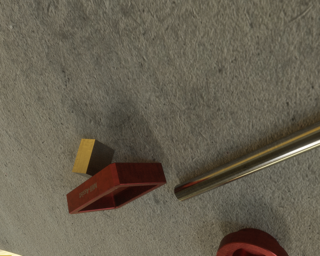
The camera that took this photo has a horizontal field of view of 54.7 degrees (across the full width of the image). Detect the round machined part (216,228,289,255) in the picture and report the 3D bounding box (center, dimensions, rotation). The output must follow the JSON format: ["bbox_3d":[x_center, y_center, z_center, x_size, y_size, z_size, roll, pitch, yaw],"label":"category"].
[{"bbox_3d":[0.133,0.182,0.438,0.098,0.042,0.097,13,124,20],"label":"round machined part"}]

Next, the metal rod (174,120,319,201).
[{"bbox_3d":[0.129,0.030,0.356,0.299,0.025,0.025,-33,100,38],"label":"metal rod"}]

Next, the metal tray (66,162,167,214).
[{"bbox_3d":[-0.065,0.089,0.452,0.130,0.091,0.030,-35,61,38],"label":"metal tray"}]

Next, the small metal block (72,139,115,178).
[{"bbox_3d":[-0.097,0.048,0.456,0.025,0.050,0.050,1,159,27],"label":"small metal block"}]
